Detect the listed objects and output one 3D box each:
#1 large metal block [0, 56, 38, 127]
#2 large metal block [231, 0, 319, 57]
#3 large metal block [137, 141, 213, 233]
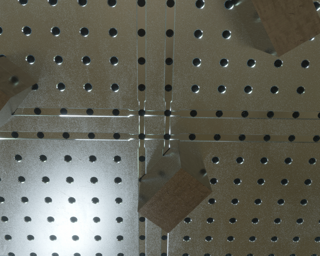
[{"bbox_3d":[-0.204,-0.034,0.369,0.050,0.080,0.080,41,105,-14],"label":"large metal block"},{"bbox_3d":[0.122,-0.130,0.338,0.050,0.080,0.080,-30,108,10],"label":"large metal block"},{"bbox_3d":[0.017,0.076,0.412,0.050,0.080,0.080,39,105,-13],"label":"large metal block"}]
